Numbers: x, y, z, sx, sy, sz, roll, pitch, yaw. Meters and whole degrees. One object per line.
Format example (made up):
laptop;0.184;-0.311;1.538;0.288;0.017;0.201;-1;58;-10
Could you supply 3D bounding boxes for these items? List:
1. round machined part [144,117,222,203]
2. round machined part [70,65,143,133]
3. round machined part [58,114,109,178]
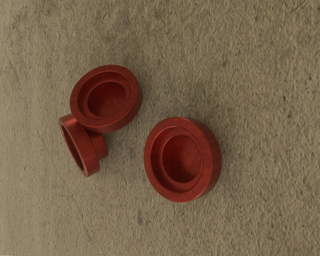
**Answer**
round machined part;0.030;0.036;0.369;0.098;0.042;0.097;0;90;40
round machined part;-0.071;-0.037;0.433;0.098;0.042;0.098;-6;64;12
round machined part;-0.112;0.022;0.468;0.098;0.042;0.097;46;151;36
